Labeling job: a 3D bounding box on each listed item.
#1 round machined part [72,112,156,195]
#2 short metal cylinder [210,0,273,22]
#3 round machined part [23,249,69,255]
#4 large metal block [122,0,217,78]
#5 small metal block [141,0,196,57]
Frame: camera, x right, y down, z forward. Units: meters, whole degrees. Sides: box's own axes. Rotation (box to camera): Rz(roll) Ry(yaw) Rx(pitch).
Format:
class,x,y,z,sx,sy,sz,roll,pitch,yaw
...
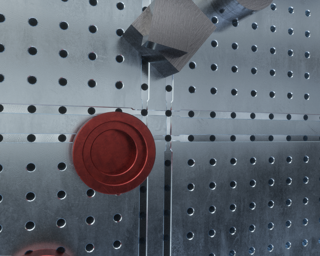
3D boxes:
class,x,y,z,sx,sy,sz,roll,pitch,yaw
round machined part,-0.058,0.029,0.382,0.099,0.042,0.097,0,90,-20
short metal cylinder,0.117,-0.199,0.442,0.081,0.050,0.080,0,90,-20
round machined part,-0.136,0.195,0.354,0.099,0.042,0.097,0,90,-20
large metal block,0.011,-0.125,0.403,0.080,0.050,0.080,42,77,-15
small metal block,0.010,-0.116,0.363,0.050,0.025,0.050,11,86,-20
